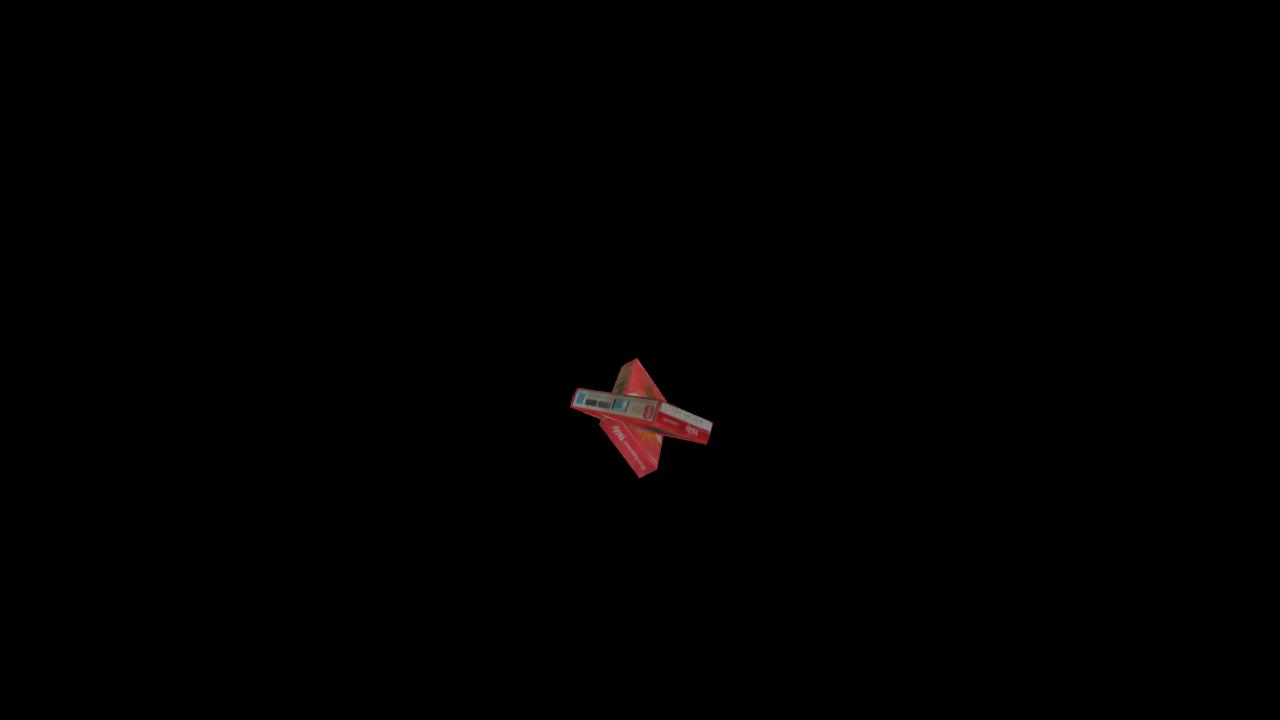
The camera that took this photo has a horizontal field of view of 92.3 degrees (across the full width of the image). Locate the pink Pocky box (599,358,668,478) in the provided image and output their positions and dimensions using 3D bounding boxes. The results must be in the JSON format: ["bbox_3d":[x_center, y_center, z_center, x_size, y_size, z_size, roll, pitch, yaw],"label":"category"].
[{"bbox_3d":[-0.002,0.066,0.754,0.029,0.084,0.155,-29,17,20],"label":"pink Pocky box"}]

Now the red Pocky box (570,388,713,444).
[{"bbox_3d":[-0.002,0.061,0.680,0.083,0.028,0.155,25,-13,-37],"label":"red Pocky box"}]
